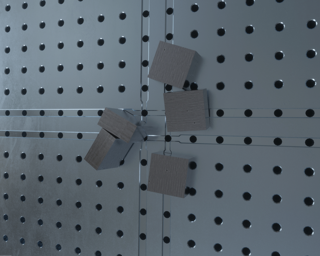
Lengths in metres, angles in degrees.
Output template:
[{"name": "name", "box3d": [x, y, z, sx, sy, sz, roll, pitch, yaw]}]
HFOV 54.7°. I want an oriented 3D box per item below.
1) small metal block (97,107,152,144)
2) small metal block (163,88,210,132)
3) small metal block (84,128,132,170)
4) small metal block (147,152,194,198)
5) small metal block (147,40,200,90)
[{"name": "small metal block", "box3d": [-0.046, -0.004, 0.415, 0.050, 0.050, 0.025, 30, 100, 17]}, {"name": "small metal block", "box3d": [0.035, -0.023, 0.395, 0.050, 0.025, 0.050, -3, 99, 19]}, {"name": "small metal block", "box3d": [-0.067, 0.028, 0.420, 0.025, 0.050, 0.050, 37, 103, 22]}, {"name": "small metal block", "box3d": [0.014, 0.060, 0.407, 0.050, 0.025, 0.050, 8, 93, 19]}, {"name": "small metal block", "box3d": [0.018, -0.081, 0.406, 0.050, 0.025, 0.050, 21, 97, 18]}]
